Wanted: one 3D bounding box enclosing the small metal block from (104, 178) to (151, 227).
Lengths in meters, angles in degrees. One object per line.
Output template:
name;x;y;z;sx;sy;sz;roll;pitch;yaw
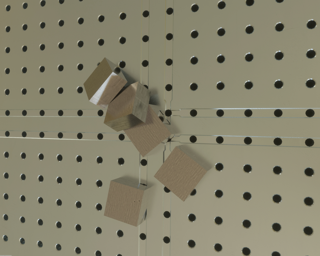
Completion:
small metal block;-0.045;0.101;0.427;0.050;0.025;0.050;13;94;19

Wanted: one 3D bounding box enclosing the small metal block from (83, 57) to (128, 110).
small metal block;-0.076;-0.062;0.425;0.050;0.025;0.050;-48;38;13

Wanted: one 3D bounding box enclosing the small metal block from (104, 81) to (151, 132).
small metal block;-0.043;-0.027;0.408;0.050;0.025;0.050;-16;52;36

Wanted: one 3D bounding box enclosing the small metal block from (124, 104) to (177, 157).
small metal block;-0.014;0.003;0.417;0.050;0.025;0.050;-40;78;15

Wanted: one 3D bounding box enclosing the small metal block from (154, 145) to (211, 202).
small metal block;0.029;0.058;0.402;0.050;0.025;0.050;38;102;15
